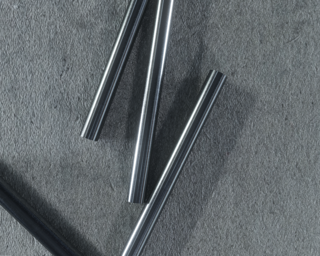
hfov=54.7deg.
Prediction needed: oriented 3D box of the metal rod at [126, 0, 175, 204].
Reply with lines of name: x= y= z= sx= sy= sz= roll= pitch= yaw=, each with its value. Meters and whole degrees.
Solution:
metal rod: x=-0.010 y=-0.051 z=0.409 sx=0.025 sy=0.025 sz=0.298 roll=8 pitch=90 yaw=0

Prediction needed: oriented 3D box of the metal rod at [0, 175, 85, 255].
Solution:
metal rod: x=-0.144 y=0.145 z=0.408 sx=0.300 sy=0.025 sz=0.025 roll=44 pitch=90 yaw=0

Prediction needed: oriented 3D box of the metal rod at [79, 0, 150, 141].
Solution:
metal rod: x=-0.042 y=-0.127 z=0.409 sx=0.025 sy=0.025 sz=0.299 roll=20 pitch=90 yaw=0

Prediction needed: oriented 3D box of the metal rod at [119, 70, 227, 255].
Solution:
metal rod: x=0.012 y=0.063 z=0.409 sx=0.025 sy=0.025 sz=0.299 roll=26 pitch=90 yaw=0
